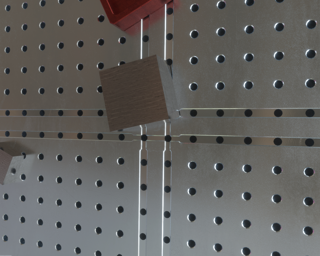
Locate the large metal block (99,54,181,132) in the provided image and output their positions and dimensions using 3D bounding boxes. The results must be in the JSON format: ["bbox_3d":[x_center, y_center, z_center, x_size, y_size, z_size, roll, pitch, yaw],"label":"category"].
[{"bbox_3d":[-0.026,-0.042,0.407,0.080,0.050,0.080,-12,86,19],"label":"large metal block"}]

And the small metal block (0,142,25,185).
[{"bbox_3d":[-0.254,0.056,0.500,0.050,0.025,0.050,26,98,17],"label":"small metal block"}]

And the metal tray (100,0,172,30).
[{"bbox_3d":[-0.048,-0.214,0.425,0.090,0.030,0.129,-27,82,17],"label":"metal tray"}]
